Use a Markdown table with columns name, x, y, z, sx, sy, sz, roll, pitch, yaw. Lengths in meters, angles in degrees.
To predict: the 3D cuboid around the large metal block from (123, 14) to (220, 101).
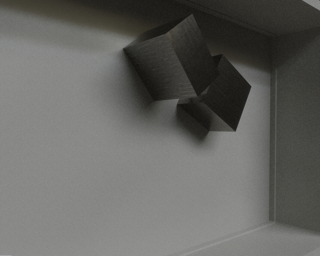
| name | x | y | z | sx | sy | sz | roll | pitch | yaw |
| --- | --- | --- | --- | --- | --- | --- | --- | --- | --- |
| large metal block | 0.014 | -0.082 | 0.382 | 0.050 | 0.080 | 0.080 | -45 | 117 | -30 |

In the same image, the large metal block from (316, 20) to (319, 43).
| name | x | y | z | sx | sy | sz | roll | pitch | yaw |
| --- | --- | --- | --- | --- | --- | --- | --- | --- | --- |
| large metal block | 0.431 | -0.226 | 0.733 | 0.081 | 0.080 | 0.050 | 11 | 83 | -40 |

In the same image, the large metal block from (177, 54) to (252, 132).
| name | x | y | z | sx | sy | sz | roll | pitch | yaw |
| --- | --- | --- | --- | --- | --- | --- | --- | --- | --- |
| large metal block | 0.082 | -0.049 | 0.459 | 0.080 | 0.050 | 0.080 | 37 | 68 | -34 |
